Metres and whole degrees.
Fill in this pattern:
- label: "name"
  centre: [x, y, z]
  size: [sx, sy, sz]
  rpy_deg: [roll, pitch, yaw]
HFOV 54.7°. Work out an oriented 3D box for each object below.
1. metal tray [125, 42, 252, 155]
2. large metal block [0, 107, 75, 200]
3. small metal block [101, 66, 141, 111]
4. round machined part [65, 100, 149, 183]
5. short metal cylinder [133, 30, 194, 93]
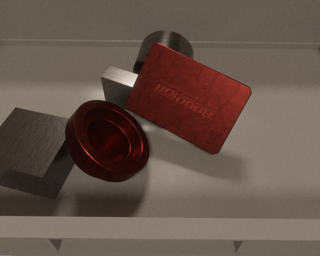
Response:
- label: "metal tray"
  centre: [0.034, -0.037, 0.383]
  size: [0.130, 0.089, 0.030]
  rpy_deg: [28, 12, 10]
- label: "large metal block"
  centre: [-0.147, 0.028, 0.363]
  size: [0.080, 0.050, 0.080]
  rpy_deg: [12, 51, 9]
- label: "small metal block"
  centre: [-0.051, -0.053, 0.433]
  size: [0.050, 0.050, 0.025]
  rpy_deg: [20, 53, 16]
- label: "round machined part"
  centre: [-0.064, 0.019, 0.356]
  size: [0.098, 0.042, 0.098]
  rpy_deg: [30, 38, -26]
- label: "short metal cylinder"
  centre: [0.006, -0.092, 0.447]
  size: [0.080, 0.080, 0.050]
  rpy_deg: [7, 51, 5]
